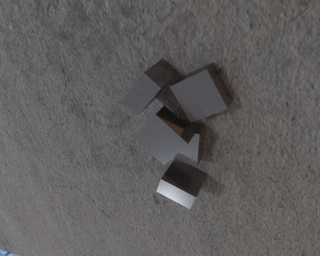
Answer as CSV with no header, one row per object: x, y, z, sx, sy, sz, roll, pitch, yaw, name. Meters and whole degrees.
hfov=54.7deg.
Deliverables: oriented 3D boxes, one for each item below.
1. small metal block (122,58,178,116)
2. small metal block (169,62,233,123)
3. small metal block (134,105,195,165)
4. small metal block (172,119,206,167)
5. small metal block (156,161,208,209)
-0.011,-0.049,0.365,0.025,0.050,0.050,43,129,-1,small metal block
0.048,-0.040,0.356,0.050,0.025,0.050,-21,108,35,small metal block
0.005,0.009,0.377,0.050,0.025,0.050,43,129,-1,small metal block
0.030,0.017,0.401,0.050,0.025,0.050,13,124,20,small metal block
0.031,0.074,0.419,0.050,0.050,0.025,26,127,11,small metal block
